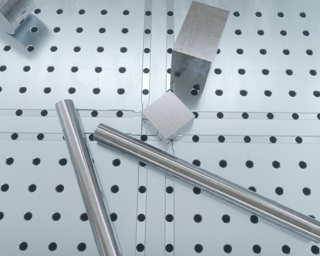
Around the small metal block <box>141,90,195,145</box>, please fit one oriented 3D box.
[{"bbox_3d":[0.011,-0.014,0.417,0.050,0.025,0.050,-39,75,-13],"label":"small metal block"}]

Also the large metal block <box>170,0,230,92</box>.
[{"bbox_3d":[0.052,-0.109,0.422,0.050,0.080,0.080,19,71,7],"label":"large metal block"}]

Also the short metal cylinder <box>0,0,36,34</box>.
[{"bbox_3d":[-0.230,-0.183,0.448,0.080,0.080,0.050,28,73,10],"label":"short metal cylinder"}]

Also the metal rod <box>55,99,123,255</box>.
[{"bbox_3d":[-0.076,0.098,0.374,0.025,0.025,0.299,-20,71,-7],"label":"metal rod"}]

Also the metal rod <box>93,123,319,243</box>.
[{"bbox_3d":[0.055,0.065,0.388,0.301,0.025,0.025,24,72,8],"label":"metal rod"}]
